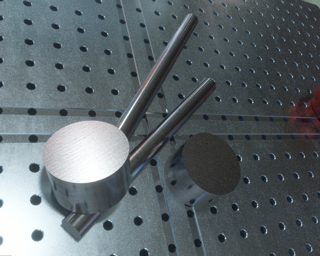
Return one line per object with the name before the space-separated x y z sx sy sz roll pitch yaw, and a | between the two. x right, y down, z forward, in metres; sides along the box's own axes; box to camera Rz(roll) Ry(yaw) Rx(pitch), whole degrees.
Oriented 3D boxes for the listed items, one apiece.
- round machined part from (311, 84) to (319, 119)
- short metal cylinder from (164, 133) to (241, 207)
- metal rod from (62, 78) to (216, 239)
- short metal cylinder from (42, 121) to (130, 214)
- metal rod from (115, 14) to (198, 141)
round machined part | 0.339 -0.045 0.607 0.099 0.042 0.098 13 56 -21
short metal cylinder | 0.052 0.052 0.388 0.081 0.050 0.080 14 56 -21
metal rod | -0.004 0.015 0.396 0.025 0.025 0.301 43 51 1
short metal cylinder | -0.071 0.038 0.311 0.081 0.050 0.080 2 43 -2
metal rod | 0.002 -0.089 0.463 0.025 0.025 0.301 33 51 -7
